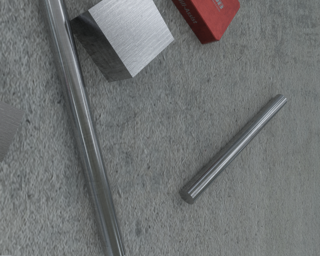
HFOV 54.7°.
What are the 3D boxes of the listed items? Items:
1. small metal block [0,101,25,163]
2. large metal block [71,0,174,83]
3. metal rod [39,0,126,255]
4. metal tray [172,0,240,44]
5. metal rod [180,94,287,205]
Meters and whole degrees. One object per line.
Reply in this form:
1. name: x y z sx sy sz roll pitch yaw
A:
1. small metal block: -0.158 -0.002 0.273 0.050 0.025 0.050 29 72 -37
2. large metal block: -0.042 -0.110 0.354 0.080 0.050 0.080 -49 119 -29
3. metal rod: -0.082 0.005 0.337 0.025 0.025 0.298 -20 103 -39
4. metal tray: 0.060 -0.201 0.454 0.130 0.030 0.090 47 62 -30
5. metal rod: 0.137 0.022 0.522 0.302 0.025 0.025 -38 114 -34
